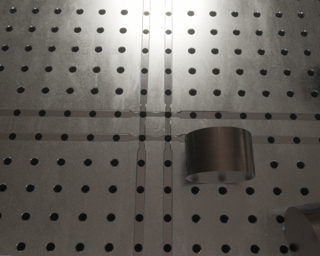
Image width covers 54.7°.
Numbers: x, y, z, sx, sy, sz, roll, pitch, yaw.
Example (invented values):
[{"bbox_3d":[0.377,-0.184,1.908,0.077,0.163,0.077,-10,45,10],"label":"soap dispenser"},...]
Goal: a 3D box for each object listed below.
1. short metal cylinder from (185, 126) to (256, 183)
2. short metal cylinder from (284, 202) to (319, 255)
[{"bbox_3d":[0.070,0.035,0.371,0.081,0.080,0.050,0,70,0],"label":"short metal cylinder"},{"bbox_3d":[0.180,0.123,0.340,0.050,0.080,0.080,-9,71,-4],"label":"short metal cylinder"}]
